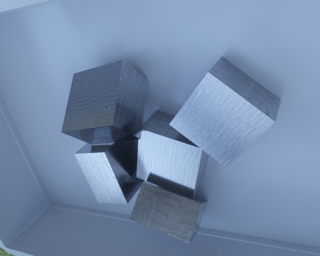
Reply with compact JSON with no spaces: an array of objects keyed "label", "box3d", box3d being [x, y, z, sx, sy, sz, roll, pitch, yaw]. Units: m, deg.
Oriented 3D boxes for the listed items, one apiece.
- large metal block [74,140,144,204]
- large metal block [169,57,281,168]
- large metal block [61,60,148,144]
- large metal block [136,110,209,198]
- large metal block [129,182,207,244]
[{"label":"large metal block","box3d":[-0.059,0.047,0.430,0.050,0.080,0.080,-6,116,30]},{"label":"large metal block","box3d":[0.071,-0.017,0.342,0.080,0.050,0.080,37,129,2]},{"label":"large metal block","box3d":[-0.066,-0.028,0.380,0.080,0.080,0.050,-7,157,32]},{"label":"large metal block","box3d":[0.018,0.033,0.401,0.080,0.050,0.079,18,125,17]},{"label":"large metal block","box3d":[0.015,0.112,0.423,0.080,0.080,0.050,17,83,16]}]
